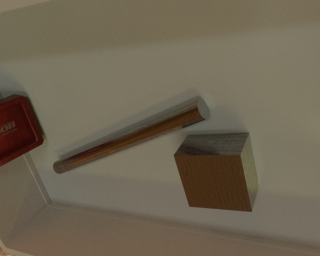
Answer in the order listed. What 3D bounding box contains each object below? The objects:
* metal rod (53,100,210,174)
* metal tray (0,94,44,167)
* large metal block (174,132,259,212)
[{"bbox_3d":[-0.062,0.023,0.453,0.299,0.025,0.025,-22,107,35],"label":"metal rod"},{"bbox_3d":[-0.260,0.013,0.480,0.030,0.131,0.089,13,126,43],"label":"metal tray"},{"bbox_3d":[0.073,0.054,0.387,0.080,0.050,0.080,-3,117,29],"label":"large metal block"}]
